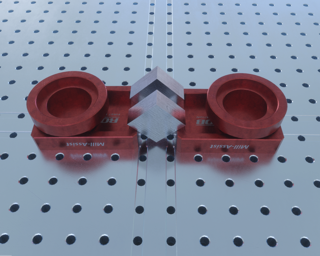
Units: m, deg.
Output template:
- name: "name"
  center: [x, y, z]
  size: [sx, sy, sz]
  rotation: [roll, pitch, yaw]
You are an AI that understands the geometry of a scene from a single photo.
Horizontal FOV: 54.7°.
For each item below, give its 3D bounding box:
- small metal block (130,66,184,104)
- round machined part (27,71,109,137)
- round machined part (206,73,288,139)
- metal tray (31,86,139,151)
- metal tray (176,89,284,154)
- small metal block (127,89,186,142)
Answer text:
- name: "small metal block"
  center: [-0.004, -0.047, 0.412]
  size: [0.050, 0.050, 0.025]
  rotation: [-32, 40, 33]
- name: "round machined part"
  center: [-0.115, -0.026, 0.402]
  size: [0.099, 0.042, 0.098]
  rotation: [0, 50, 0]
- name: "round machined part"
  center: [0.108, -0.024, 0.401]
  size: [0.099, 0.042, 0.098]
  rotation: [0, 50, 0]
- name: "metal tray"
  center: [-0.094, -0.015, 0.417]
  size: [0.131, 0.030, 0.090]
  rotation: [0, 52, -1]
- name: "metal tray"
  center: [0.087, -0.011, 0.415]
  size: [0.131, 0.030, 0.090]
  rotation: [1, 50, 0]
- name: "small metal block"
  center: [-0.004, -0.013, 0.383]
  size: [0.050, 0.050, 0.025]
  rotation: [-32, 40, 33]
